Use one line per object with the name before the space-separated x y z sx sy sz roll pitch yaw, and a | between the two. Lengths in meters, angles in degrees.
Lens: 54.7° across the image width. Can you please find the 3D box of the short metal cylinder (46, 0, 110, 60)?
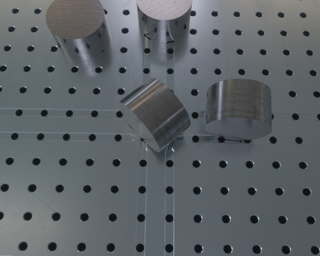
short metal cylinder | -0.117 -0.148 0.451 0.081 0.050 0.080 0 70 0

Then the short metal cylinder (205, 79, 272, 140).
short metal cylinder | 0.098 -0.021 0.391 0.080 0.080 0.050 6 70 2

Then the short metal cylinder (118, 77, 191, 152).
short metal cylinder | -0.008 -0.016 0.388 0.050 0.080 0.080 -40 75 -13

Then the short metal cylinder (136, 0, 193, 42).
short metal cylinder | 0.006 -0.178 0.463 0.081 0.050 0.080 0 70 0
